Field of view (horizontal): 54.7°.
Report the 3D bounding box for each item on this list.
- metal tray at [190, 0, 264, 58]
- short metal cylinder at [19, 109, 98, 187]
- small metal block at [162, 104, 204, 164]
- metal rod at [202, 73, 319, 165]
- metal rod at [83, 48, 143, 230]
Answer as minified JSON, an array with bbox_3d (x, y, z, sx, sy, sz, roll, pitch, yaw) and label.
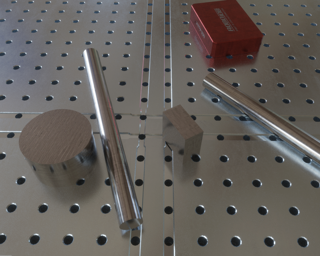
[{"bbox_3d":[0.116,-0.183,0.560,0.091,0.030,0.130,-10,51,-9],"label":"metal tray"},{"bbox_3d":[-0.118,0.023,0.370,0.081,0.050,0.080,0,50,0],"label":"short metal cylinder"},{"bbox_3d":[0.027,0.008,0.385,0.025,0.050,0.050,-24,54,-19],"label":"small metal block"},{"bbox_3d":[0.175,0.012,0.400,0.025,0.025,0.300,-35,59,-26],"label":"metal rod"},{"bbox_3d":[-0.072,-0.010,0.414,0.025,0.025,0.300,-12,51,-11],"label":"metal rod"}]
